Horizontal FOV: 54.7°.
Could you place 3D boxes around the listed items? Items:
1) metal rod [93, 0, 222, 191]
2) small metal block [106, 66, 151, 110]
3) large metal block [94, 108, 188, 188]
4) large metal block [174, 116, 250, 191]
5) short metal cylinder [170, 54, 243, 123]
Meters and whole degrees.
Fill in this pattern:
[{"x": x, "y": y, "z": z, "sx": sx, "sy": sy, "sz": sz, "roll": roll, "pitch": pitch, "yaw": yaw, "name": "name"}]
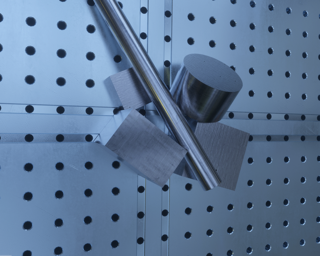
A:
[{"x": -0.011, "y": -0.060, "z": 0.377, "sx": 0.025, "sy": 0.025, "sz": 0.299, "roll": -30, "pitch": 89, "yaw": -18, "name": "metal rod"}, {"x": -0.035, "y": -0.051, "z": 0.401, "sx": 0.050, "sy": 0.025, "sz": 0.050, "roll": -26, "pitch": 99, "yaw": -19, "name": "small metal block"}, {"x": -0.027, "y": 0.022, "z": 0.374, "sx": 0.080, "sy": 0.080, "sz": 0.050, "roll": 39, "pitch": 78, "yaw": -16, "name": "large metal block"}, {"x": 0.066, "y": 0.034, "z": 0.424, "sx": 0.081, "sy": 0.050, "sz": 0.080, "roll": 19, "pitch": 84, "yaw": -20, "name": "large metal block"}, {"x": 0.058, "y": -0.052, "z": 0.399, "sx": 0.081, "sy": 0.080, "sz": 0.050, "roll": 9, "pitch": 131, "yaw": -20, "name": "short metal cylinder"}]
